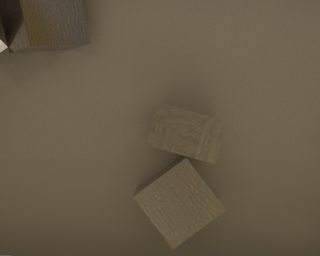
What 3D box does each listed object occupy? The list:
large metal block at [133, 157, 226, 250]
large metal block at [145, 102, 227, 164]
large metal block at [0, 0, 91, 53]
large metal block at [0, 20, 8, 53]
[{"bbox_3d":[0.024,0.091,0.399,0.080,0.050,0.080,-37,90,0],"label":"large metal block"},{"bbox_3d":[0.029,0.005,0.384,0.080,0.080,0.050,16,90,0],"label":"large metal block"},{"bbox_3d":[-0.138,-0.136,0.370,0.050,0.081,0.079,0,104,41],"label":"large metal block"},{"bbox_3d":[-0.230,-0.125,0.365,0.050,0.080,0.080,-36,130,1],"label":"large metal block"}]
